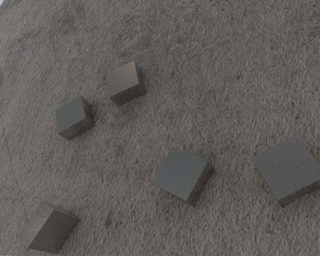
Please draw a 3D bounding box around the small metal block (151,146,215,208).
[{"bbox_3d":[0.026,0.055,0.356,0.050,0.025,0.050,21,73,36],"label":"small metal block"}]

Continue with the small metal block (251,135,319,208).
[{"bbox_3d":[0.128,0.043,0.310,0.050,0.025,0.050,-30,52,8],"label":"small metal block"}]

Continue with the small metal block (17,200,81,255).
[{"bbox_3d":[-0.136,0.124,0.383,0.025,0.050,0.050,23,74,36],"label":"small metal block"}]

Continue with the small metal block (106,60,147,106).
[{"bbox_3d":[-0.052,-0.068,0.473,0.050,0.025,0.050,-23,53,14],"label":"small metal block"}]

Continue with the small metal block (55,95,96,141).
[{"bbox_3d":[-0.133,-0.016,0.483,0.050,0.025,0.050,-29,52,9],"label":"small metal block"}]
